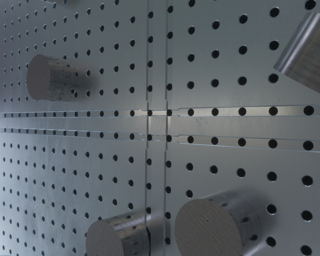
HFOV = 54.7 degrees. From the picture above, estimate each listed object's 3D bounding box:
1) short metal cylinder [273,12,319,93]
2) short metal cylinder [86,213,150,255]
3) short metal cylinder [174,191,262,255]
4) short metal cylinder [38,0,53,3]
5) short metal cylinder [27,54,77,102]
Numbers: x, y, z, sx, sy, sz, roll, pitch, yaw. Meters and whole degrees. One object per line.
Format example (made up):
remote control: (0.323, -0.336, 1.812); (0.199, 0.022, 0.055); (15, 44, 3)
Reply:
short metal cylinder: (0.143, -0.054, 0.255); (0.080, 0.081, 0.050); (40, 115, 32)
short metal cylinder: (-0.061, 0.167, 0.444); (0.080, 0.050, 0.079); (0, 90, 40)
short metal cylinder: (0.063, 0.114, 0.341); (0.080, 0.050, 0.079); (0, 90, 40)
short metal cylinder: (-0.230, -0.284, 0.583); (0.080, 0.050, 0.079); (0, 90, 40)
short metal cylinder: (-0.195, -0.087, 0.554); (0.080, 0.050, 0.079); (0, 90, 40)
